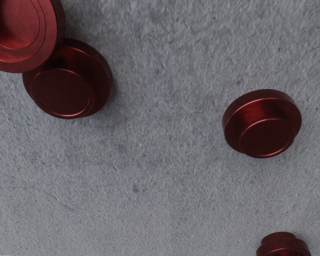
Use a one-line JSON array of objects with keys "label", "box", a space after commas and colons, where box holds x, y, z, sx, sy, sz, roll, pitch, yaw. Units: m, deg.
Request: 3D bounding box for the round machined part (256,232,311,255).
[{"label": "round machined part", "box": [0.237, 0.239, 0.603, 0.099, 0.042, 0.097, -1, 130, 0]}]

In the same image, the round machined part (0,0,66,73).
[{"label": "round machined part", "box": [-0.137, -0.105, 0.294, 0.099, 0.042, 0.097, 2, 117, 4]}]

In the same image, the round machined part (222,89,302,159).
[{"label": "round machined part", "box": [0.133, 0.002, 0.400, 0.099, 0.042, 0.097, -1, 130, 0]}]

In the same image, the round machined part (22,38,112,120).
[{"label": "round machined part", "box": [-0.106, -0.048, 0.353, 0.099, 0.042, 0.097, -1, 131, 0]}]
